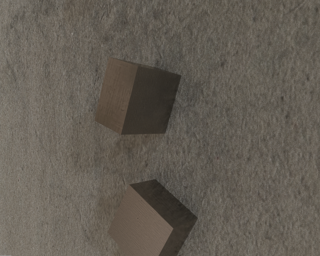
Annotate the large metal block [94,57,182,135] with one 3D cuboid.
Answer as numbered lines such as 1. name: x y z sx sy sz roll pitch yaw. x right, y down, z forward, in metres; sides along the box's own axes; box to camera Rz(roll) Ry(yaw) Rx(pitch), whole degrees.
1. large metal block: -0.027 -0.038 0.389 0.050 0.081 0.079 25 106 37

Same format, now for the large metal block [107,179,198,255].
1. large metal block: -0.011 0.125 0.396 0.080 0.050 0.079 37 113 33
